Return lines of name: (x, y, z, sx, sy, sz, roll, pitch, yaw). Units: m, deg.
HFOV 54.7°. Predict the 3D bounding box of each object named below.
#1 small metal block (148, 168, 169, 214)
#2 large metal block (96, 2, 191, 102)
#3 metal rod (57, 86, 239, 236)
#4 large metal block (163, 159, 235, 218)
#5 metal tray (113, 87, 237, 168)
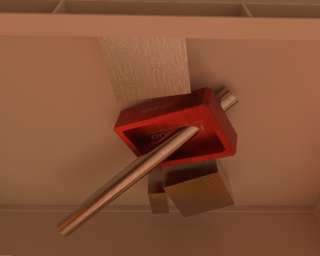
small metal block: (-0.002, 0.096, 0.474, 0.025, 0.050, 0.050, -6, 130, 4)
large metal block: (-0.013, -0.078, 0.326, 0.080, 0.050, 0.080, -7, 130, 5)
metal rod: (-0.025, 0.051, 0.410, 0.300, 0.025, 0.025, -39, 121, 13)
large metal block: (0.057, 0.082, 0.464, 0.080, 0.050, 0.080, -19, 128, 15)
metal tray: (0.019, 0.006, 0.389, 0.130, 0.030, 0.090, -13, 131, 30)
